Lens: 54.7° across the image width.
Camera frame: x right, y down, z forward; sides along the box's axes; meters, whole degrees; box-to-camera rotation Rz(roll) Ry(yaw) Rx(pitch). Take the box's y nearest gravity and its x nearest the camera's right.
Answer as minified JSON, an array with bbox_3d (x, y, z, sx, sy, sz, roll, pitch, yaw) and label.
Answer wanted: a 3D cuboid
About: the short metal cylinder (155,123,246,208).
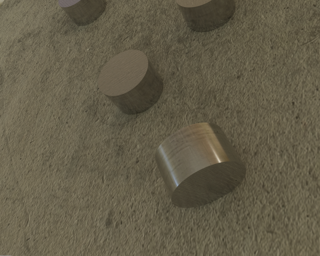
[{"bbox_3d":[0.041,0.040,0.323,0.080,0.080,0.050,-31,52,8],"label":"short metal cylinder"}]

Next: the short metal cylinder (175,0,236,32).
[{"bbox_3d":[0.069,-0.193,0.470,0.080,0.050,0.080,-13,56,21],"label":"short metal cylinder"}]

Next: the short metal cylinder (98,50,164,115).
[{"bbox_3d":[-0.042,-0.066,0.451,0.080,0.050,0.080,-13,56,21],"label":"short metal cylinder"}]

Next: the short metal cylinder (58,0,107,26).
[{"bbox_3d":[-0.156,-0.254,0.626,0.080,0.050,0.080,-13,56,21],"label":"short metal cylinder"}]
